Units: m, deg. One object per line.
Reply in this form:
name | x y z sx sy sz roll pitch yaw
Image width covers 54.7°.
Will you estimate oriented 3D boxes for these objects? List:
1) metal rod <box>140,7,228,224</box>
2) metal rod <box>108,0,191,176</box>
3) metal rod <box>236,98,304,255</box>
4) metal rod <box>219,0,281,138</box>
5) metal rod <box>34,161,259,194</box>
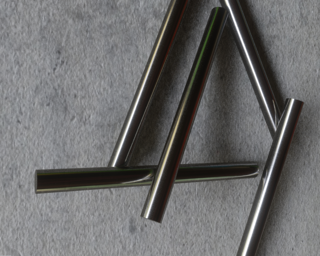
metal rod | 0.038 -0.031 0.394 0.025 0.025 0.299 26 70 -19
metal rod | -0.006 -0.080 0.407 0.025 0.025 0.299 23 82 -19
metal rod | 0.152 0.103 0.451 0.025 0.025 0.298 18 90 -20
metal rod | 0.128 -0.119 0.457 0.025 0.025 0.299 -27 99 -18
metal rod | 0.005 0.059 0.392 0.303 0.025 0.025 1 90 -28
